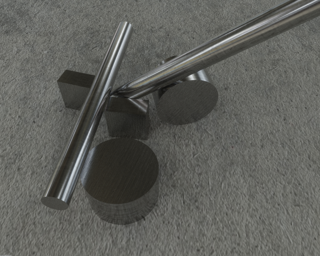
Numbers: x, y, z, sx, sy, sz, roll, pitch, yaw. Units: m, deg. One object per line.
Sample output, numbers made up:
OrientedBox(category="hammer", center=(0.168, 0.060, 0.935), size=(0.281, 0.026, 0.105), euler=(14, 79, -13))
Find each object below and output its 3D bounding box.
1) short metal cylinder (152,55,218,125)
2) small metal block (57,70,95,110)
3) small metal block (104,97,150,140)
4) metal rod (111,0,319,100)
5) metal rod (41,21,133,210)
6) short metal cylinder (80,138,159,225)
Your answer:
OrientedBox(category="short metal cylinder", center=(0.030, -0.049, 0.409), size=(0.081, 0.080, 0.050), euler=(-10, 51, -8))
OrientedBox(category="small metal block", center=(-0.107, -0.049, 0.427), size=(0.050, 0.050, 0.025), euler=(13, 51, 11))
OrientedBox(category="small metal block", center=(-0.040, -0.012, 0.396), size=(0.050, 0.050, 0.025), euler=(6, 51, 4))
OrientedBox(category="metal rod", center=(0.036, -0.072, 0.335), size=(0.299, 0.025, 0.025), euler=(-20, 38, 37))
OrientedBox(category="metal rod", center=(-0.074, -0.042, 0.378), size=(0.025, 0.025, 0.300), euler=(6, 48, 5))
OrientedBox(category="short metal cylinder", center=(-0.041, 0.057, 0.338), size=(0.081, 0.050, 0.080), euler=(0, 50, 0))
